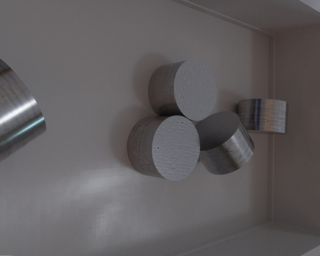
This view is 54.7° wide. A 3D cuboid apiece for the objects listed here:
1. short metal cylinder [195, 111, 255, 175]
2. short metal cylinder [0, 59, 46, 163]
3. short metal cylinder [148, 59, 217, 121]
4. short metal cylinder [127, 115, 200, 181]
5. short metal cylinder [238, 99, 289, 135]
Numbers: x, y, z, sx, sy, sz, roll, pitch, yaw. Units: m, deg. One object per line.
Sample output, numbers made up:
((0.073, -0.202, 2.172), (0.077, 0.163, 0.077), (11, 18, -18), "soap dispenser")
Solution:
((0.088, 0.021, 0.447), (0.080, 0.080, 0.050), (-52, 121, -28), "short metal cylinder")
((-0.141, -0.013, 0.253), (0.050, 0.080, 0.080), (-41, 116, -32), "short metal cylinder")
((0.031, -0.049, 0.419), (0.081, 0.050, 0.079), (0, 90, -40), "short metal cylinder")
((0.005, 0.024, 0.397), (0.081, 0.050, 0.079), (0, 90, -40), "short metal cylinder")
((0.171, -0.017, 0.517), (0.081, 0.080, 0.050), (8, 85, -40), "short metal cylinder")
